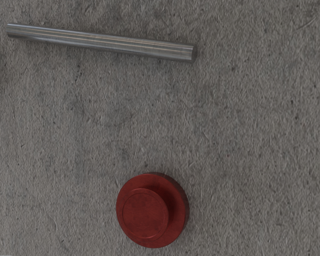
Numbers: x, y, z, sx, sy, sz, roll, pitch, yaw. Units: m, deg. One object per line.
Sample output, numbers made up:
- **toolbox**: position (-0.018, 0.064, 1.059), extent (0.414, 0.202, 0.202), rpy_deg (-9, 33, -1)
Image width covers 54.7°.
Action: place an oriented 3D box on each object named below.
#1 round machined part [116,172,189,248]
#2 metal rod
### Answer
- **round machined part**: position (-0.014, 0.109, 0.405), extent (0.098, 0.042, 0.097), rpy_deg (0, 90, 20)
- **metal rod**: position (-0.095, -0.124, 0.442), extent (0.301, 0.025, 0.025), rpy_deg (12, 94, 19)
